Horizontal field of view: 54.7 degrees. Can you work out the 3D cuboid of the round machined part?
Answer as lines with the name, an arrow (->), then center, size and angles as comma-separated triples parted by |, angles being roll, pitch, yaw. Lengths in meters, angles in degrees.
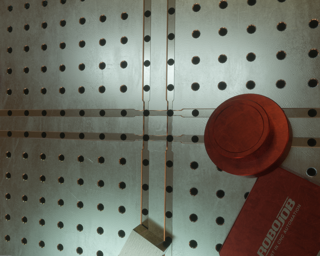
round machined part -> 0.095, 0.005, 0.353 | 0.098, 0.042, 0.098 | -12, 67, 29

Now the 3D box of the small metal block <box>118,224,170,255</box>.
small metal block -> -0.023, 0.169, 0.421 | 0.050, 0.025, 0.050 | 31, 100, 17

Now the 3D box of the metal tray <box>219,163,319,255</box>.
metal tray -> 0.138, 0.115, 0.361 | 0.090, 0.030, 0.129 | 27, 99, 18
